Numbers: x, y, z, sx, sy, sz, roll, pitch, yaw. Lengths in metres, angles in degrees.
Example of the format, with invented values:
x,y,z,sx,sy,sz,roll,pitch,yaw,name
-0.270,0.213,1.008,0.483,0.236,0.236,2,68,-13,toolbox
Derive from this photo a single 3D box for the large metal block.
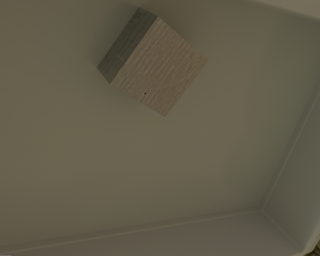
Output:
x,y,z,sx,sy,sz,roll,pitch,yaw,name
-0.008,-0.071,0.343,0.080,0.050,0.080,30,102,-38,large metal block
